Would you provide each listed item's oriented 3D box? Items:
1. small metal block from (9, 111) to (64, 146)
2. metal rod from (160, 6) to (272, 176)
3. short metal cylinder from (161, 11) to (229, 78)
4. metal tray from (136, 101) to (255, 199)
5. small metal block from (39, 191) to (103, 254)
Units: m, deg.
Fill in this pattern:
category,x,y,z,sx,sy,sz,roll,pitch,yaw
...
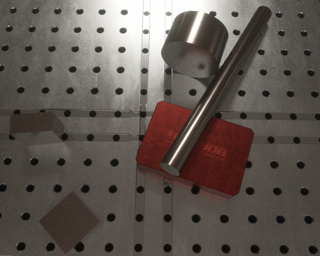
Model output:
category,x,y,z,sx,sy,sz,roll,pitch,yaw
small metal block,-0.155,0.002,0.396,0.050,0.050,0.025,-5,70,-2
metal rod,0.086,-0.066,0.413,0.025,0.025,0.301,29,63,10
short metal cylinder,0.048,-0.112,0.424,0.080,0.080,0.050,18,71,6
metal tray,0.045,0.027,0.400,0.131,0.030,0.090,18,71,6
small metal block,-0.105,0.112,0.369,0.050,0.025,0.050,-42,76,-14
